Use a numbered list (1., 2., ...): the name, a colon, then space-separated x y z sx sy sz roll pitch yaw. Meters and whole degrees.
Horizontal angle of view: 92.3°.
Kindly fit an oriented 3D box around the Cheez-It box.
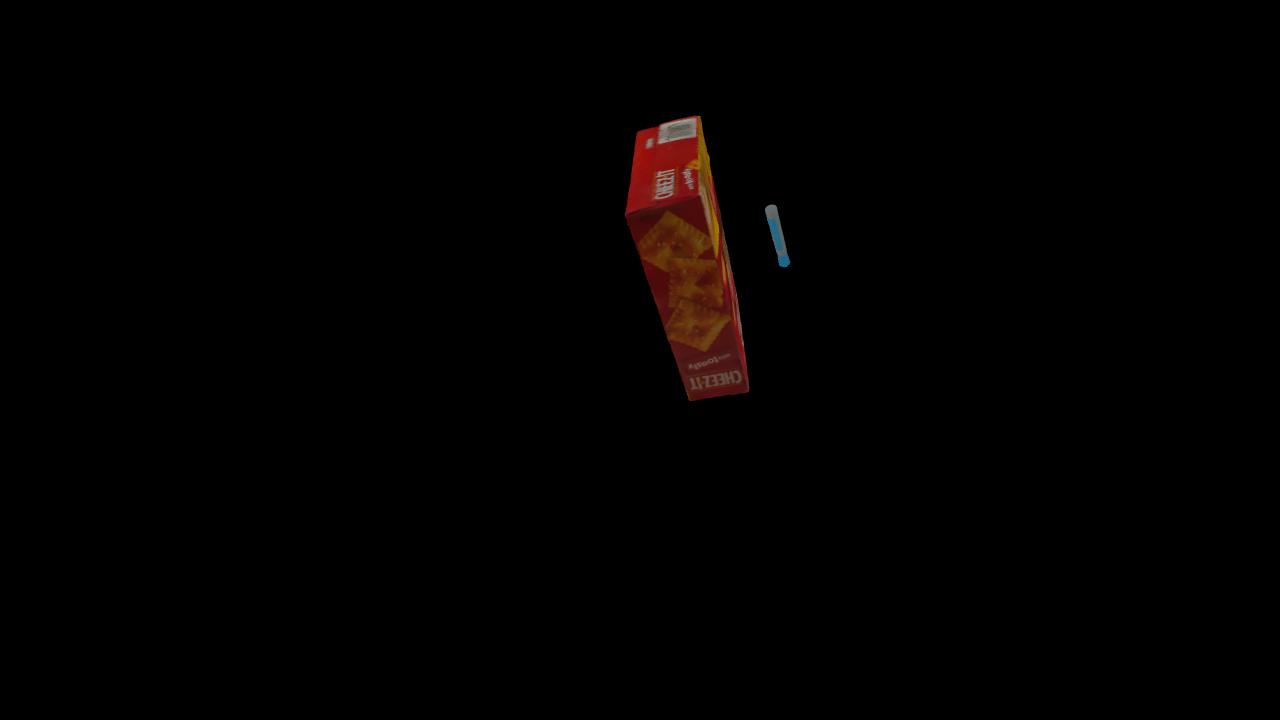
1. Cheez-It box: 0.052 -0.095 0.599 0.071 0.223 0.166 -10 41 13

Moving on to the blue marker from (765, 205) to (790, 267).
1. blue marker: 0.225 -0.199 1.002 0.020 0.020 0.121 0 -40 27
